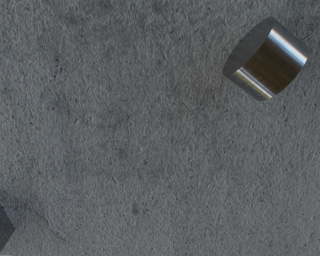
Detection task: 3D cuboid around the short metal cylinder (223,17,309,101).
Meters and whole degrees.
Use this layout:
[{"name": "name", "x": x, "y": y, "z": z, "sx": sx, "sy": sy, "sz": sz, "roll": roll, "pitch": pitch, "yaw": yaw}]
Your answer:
[{"name": "short metal cylinder", "x": 0.118, "y": -0.078, "z": 0.353, "sx": 0.050, "sy": 0.080, "sz": 0.080, "roll": 35, "pitch": 106, "yaw": -12}]

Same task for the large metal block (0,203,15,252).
[{"name": "large metal block", "x": -0.274, "y": 0.141, "z": 0.446, "sx": 0.080, "sy": 0.050, "sz": 0.080, "roll": -16, "pitch": 110, "yaw": 5}]
